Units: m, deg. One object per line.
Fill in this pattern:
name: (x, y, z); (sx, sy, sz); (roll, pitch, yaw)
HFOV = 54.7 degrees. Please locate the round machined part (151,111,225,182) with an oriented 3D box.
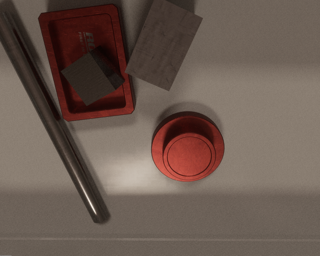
round machined part: (0.037, 0.030, 0.414); (0.099, 0.042, 0.097); (0, 110, -1)

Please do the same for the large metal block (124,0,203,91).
large metal block: (0.003, -0.096, 0.347); (0.050, 0.080, 0.079); (22, 108, -8)

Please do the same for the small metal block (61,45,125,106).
small metal block: (-0.079, -0.061, 0.364); (0.050, 0.025, 0.050); (-23, 111, 32)

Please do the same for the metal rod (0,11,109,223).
metal rod: (-0.137, 0.001, 0.409); (0.025, 0.025, 0.298); (-19, 109, 6)

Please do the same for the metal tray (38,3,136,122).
metal tray: (-0.084, -0.078, 0.378); (0.091, 0.030, 0.129); (-7, 110, 2)
